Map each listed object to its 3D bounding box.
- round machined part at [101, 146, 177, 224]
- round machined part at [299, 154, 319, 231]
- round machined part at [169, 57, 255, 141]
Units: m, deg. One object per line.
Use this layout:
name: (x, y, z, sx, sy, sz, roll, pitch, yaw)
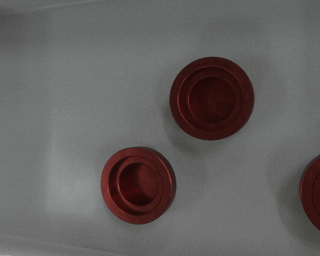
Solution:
round machined part: (-0.025, 0.073, 0.410, 0.098, 0.042, 0.097, 0, 90, 20)
round machined part: (0.202, 0.069, 0.330, 0.098, 0.042, 0.097, 0, 90, 20)
round machined part: (0.065, -0.034, 0.379, 0.098, 0.042, 0.097, 0, 90, 20)
